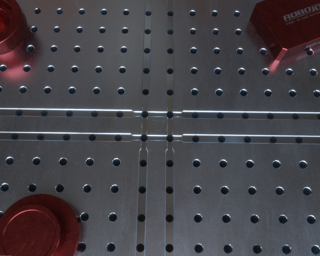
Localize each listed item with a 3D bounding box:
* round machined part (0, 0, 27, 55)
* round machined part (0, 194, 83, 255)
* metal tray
[{"bbox_3d":[-0.245,-0.147,0.455,0.099,0.042,0.098,0,70,0],"label":"round machined part"},{"bbox_3d":[-0.143,0.125,0.356,0.099,0.042,0.098,0,70,0],"label":"round machined part"},{"bbox_3d":[0.217,-0.165,0.471,0.131,0.030,0.090,-22,72,-8],"label":"metal tray"}]
